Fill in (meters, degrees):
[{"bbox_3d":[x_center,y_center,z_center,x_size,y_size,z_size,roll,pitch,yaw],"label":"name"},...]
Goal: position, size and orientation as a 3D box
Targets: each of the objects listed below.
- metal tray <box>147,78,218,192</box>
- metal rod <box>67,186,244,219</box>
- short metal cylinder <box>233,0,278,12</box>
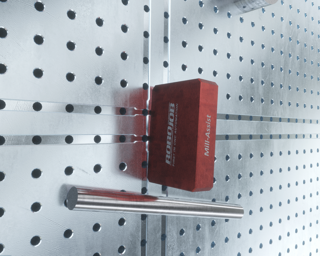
[{"bbox_3d":[0.026,0.008,0.390,0.030,0.090,0.129,6,87,-39],"label":"metal tray"},{"bbox_3d":[0.018,0.108,0.426,0.302,0.025,0.025,16,80,-39],"label":"metal rod"},{"bbox_3d":[0.165,-0.247,0.533,0.081,0.050,0.079,0,90,-40],"label":"short metal cylinder"}]
